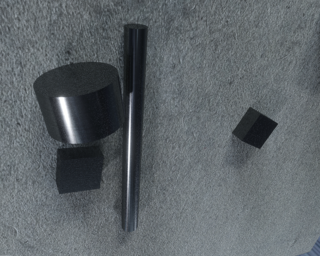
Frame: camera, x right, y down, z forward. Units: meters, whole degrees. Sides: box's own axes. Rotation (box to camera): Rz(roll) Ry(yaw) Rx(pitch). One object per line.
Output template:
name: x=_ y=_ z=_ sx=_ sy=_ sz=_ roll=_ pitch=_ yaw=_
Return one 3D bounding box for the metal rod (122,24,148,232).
metal rod: x=-0.036 y=0.021 z=0.401 sx=0.025 sy=0.025 sz=0.298 roll=-10 pitch=123 yaw=-24

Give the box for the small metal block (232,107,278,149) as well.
small metal block: x=0.151 y=0.001 z=0.493 sx=0.050 sy=0.025 sz=0.050 roll=21 pitch=107 yaw=-37

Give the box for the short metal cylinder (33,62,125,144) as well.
short metal cylinder: x=-0.079 y=-0.028 z=0.312 sx=0.081 sy=0.080 sz=0.050 roll=-18 pitch=126 yaw=-19

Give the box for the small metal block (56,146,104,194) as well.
small metal block: x=-0.100 y=0.051 z=0.385 sx=0.050 sy=0.025 sz=0.050 roll=-3 pitch=120 yaw=-28
